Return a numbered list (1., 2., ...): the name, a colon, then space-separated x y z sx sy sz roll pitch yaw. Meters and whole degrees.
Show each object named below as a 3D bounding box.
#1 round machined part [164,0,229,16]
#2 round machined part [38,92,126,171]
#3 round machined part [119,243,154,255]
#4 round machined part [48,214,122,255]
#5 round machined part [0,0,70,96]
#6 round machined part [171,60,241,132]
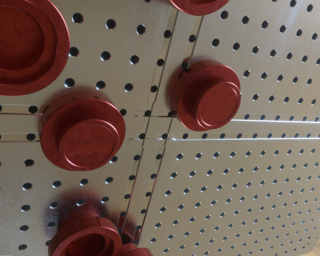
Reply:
1. round machined part: 0.036 -0.169 0.315 0.099 0.042 0.097 -14 124 -21
2. round machined part: -0.086 0.011 0.359 0.099 0.042 0.097 -14 124 -21
3. round machined part: -0.058 0.223 0.497 0.099 0.042 0.097 -23 139 -21
4. round machined part: -0.108 0.163 0.441 0.099 0.042 0.097 -13 123 -21
5. round machined part: -0.135 -0.081 0.276 0.099 0.042 0.097 -14 124 -21
6. round machined part: 0.068 -0.037 0.413 0.099 0.042 0.097 -14 124 -21
